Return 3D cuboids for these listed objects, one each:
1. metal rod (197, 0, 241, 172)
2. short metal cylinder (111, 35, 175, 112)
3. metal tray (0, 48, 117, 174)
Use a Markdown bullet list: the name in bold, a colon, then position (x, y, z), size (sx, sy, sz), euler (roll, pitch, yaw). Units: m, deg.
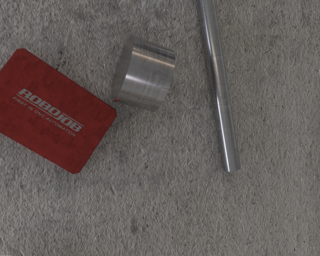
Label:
- **metal rod**: position (0.079, -0.087, 0.438), size (0.025, 0.025, 0.298), euler (-11, 94, -20)
- **short metal cylinder**: position (-0.022, -0.064, 0.372), size (0.050, 0.080, 0.080), euler (15, 85, -20)
- **metal tray**: position (-0.128, -0.017, 0.359), size (0.130, 0.030, 0.090), euler (35, 79, -17)
